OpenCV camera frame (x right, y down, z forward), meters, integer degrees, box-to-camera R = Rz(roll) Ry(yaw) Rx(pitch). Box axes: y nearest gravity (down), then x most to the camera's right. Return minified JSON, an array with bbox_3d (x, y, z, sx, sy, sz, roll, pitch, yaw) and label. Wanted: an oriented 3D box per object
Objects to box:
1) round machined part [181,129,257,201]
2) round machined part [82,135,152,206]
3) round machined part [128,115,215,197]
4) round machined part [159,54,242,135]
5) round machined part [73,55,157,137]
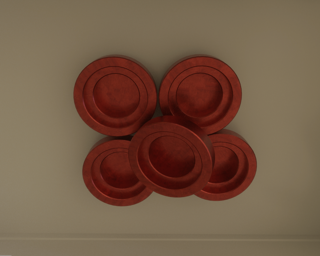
[{"bbox_3d":[0.076,0.046,0.418,0.099,0.042,0.097,0,110,-1],"label":"round machined part"},{"bbox_3d":[-0.051,0.053,0.419,0.099,0.042,0.097,0,110,-1],"label":"round machined part"},{"bbox_3d":[0.016,0.030,0.366,0.098,0.042,0.097,8,116,16],"label":"round machined part"},{"bbox_3d":[0.048,-0.043,0.385,0.099,0.042,0.097,0,110,-1],"label":"round machined part"},{"bbox_3d":[-0.053,-0.042,0.384,0.099,0.042,0.097,0,110,-1],"label":"round machined part"}]
